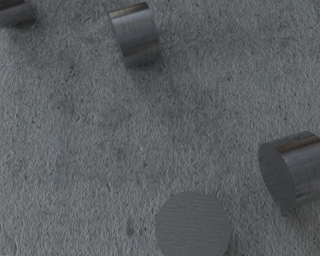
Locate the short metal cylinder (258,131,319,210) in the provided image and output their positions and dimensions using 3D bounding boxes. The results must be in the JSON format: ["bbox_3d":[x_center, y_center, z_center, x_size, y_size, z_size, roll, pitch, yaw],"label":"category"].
[{"bbox_3d":[0.158,0.048,0.362,0.050,0.080,0.080,-17,71,-6],"label":"short metal cylinder"}]

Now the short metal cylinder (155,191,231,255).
[{"bbox_3d":[0.035,0.115,0.353,0.081,0.050,0.080,0,70,0],"label":"short metal cylinder"}]

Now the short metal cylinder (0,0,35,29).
[{"bbox_3d":[-0.223,-0.190,0.447,0.050,0.080,0.080,-22,72,-8],"label":"short metal cylinder"}]

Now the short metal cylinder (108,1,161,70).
[{"bbox_3d":[-0.035,-0.126,0.425,0.050,0.080,0.080,-18,71,-6],"label":"short metal cylinder"}]
